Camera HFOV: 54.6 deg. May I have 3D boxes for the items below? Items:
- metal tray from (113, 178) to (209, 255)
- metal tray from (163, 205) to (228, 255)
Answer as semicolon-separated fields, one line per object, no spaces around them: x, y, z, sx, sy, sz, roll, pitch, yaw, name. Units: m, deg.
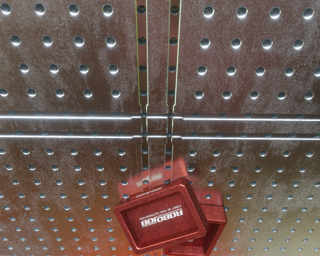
0.001;0.144;0.502;0.130;0.030;0.090;-23;95;18;metal tray
0.061;0.191;0.570;0.091;0.030;0.129;7;130;-6;metal tray
